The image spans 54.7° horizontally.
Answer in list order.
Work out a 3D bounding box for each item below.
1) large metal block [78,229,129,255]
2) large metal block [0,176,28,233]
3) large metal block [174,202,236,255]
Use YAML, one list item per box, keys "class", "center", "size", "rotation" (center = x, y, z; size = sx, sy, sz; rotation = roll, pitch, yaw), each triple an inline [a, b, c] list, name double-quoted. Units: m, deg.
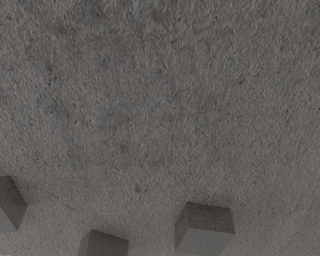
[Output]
- class: "large metal block"
  center: [-0.109, 0.248, 0.582]
  size: [0.080, 0.080, 0.050]
  rotation: [25, 126, -20]
- class: "large metal block"
  center: [-0.272, 0.123, 0.493]
  size: [0.080, 0.050, 0.080]
  rotation: [-3, 130, 2]
- class: "large metal block"
  center: [0.075, 0.180, 0.544]
  size: [0.081, 0.050, 0.079]
  rotation: [11, 129, -9]
